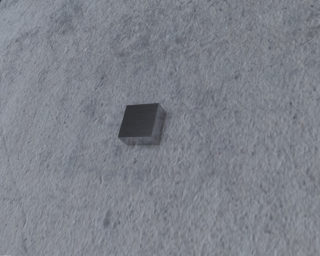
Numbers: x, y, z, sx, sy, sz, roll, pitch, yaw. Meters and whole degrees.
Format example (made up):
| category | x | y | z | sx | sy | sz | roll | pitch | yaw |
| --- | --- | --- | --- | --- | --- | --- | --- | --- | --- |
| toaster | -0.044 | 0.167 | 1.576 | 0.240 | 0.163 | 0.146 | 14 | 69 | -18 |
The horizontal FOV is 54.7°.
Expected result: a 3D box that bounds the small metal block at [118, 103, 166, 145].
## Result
| category | x | y | z | sx | sy | sz | roll | pitch | yaw |
| --- | --- | --- | --- | --- | --- | --- | --- | --- | --- |
| small metal block | -0.023 | -0.005 | 0.418 | 0.050 | 0.025 | 0.050 | -2 | 61 | 27 |
